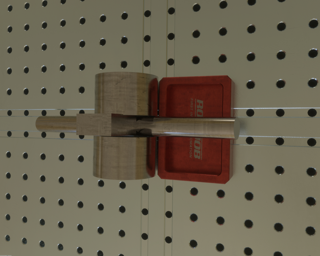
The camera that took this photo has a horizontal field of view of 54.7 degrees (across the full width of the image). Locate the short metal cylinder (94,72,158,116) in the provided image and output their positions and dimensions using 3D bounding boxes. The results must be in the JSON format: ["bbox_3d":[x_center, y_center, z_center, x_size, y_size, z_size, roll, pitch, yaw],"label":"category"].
[{"bbox_3d":[-0.043,-0.040,0.397,0.080,0.080,0.050,1,91,20],"label":"short metal cylinder"}]

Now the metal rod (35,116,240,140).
[{"bbox_3d":[-0.049,-0.003,0.405,0.300,0.025,0.025,1,91,28],"label":"metal rod"}]

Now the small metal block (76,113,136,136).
[{"bbox_3d":[-0.063,-0.004,0.371,0.050,0.050,0.025,1,91,28],"label":"small metal block"}]

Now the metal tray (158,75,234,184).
[{"bbox_3d":[0.045,0.001,0.394,0.090,0.030,0.129,1,90,19],"label":"metal tray"}]

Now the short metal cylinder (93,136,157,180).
[{"bbox_3d":[-0.045,0.035,0.399,0.080,0.080,0.050,2,91,20],"label":"short metal cylinder"}]
